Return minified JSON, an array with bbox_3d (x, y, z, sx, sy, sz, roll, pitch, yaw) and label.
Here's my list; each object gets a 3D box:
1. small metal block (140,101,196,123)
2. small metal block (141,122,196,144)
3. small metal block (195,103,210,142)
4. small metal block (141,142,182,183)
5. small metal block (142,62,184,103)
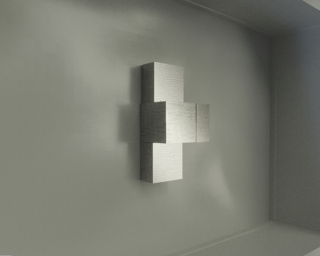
[{"bbox_3d":[0.010,-0.019,0.396,0.050,0.050,0.025,0,91,-40],"label":"small metal block"},{"bbox_3d":[0.010,0.005,0.397,0.050,0.050,0.025,0,91,-40],"label":"small metal block"},{"bbox_3d":[0.040,-0.007,0.421,0.025,0.050,0.050,0,90,-40],"label":"small metal block"},{"bbox_3d":[0.003,0.043,0.406,0.050,0.025,0.050,0,90,-40],"label":"small metal block"},{"bbox_3d":[0.004,-0.057,0.407,0.050,0.025,0.050,0,90,-40],"label":"small metal block"}]
